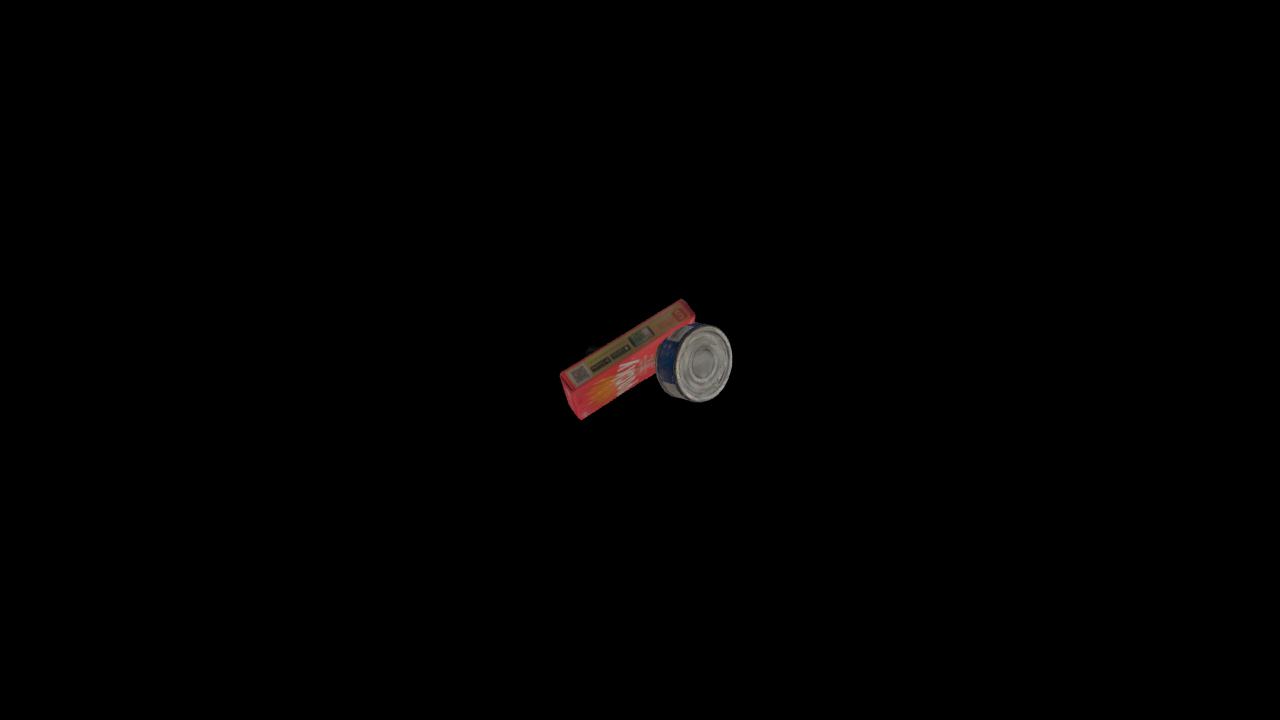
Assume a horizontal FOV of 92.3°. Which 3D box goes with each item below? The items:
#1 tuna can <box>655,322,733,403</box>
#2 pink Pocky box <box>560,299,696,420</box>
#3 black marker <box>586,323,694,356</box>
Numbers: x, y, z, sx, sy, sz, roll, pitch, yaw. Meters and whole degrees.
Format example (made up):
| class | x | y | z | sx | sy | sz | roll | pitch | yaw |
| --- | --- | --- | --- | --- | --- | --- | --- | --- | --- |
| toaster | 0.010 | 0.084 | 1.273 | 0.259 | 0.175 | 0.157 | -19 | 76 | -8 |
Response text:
| class | x | y | z | sx | sy | sz | roll | pitch | yaw |
| --- | --- | --- | --- | --- | --- | --- | --- | --- | --- |
| tuna can | 0.058 | 0.002 | 0.649 | 0.084 | 0.084 | 0.034 | 0 | 8 | -37 |
| pink Pocky box | -0.011 | 0.001 | 0.660 | 0.155 | 0.029 | 0.084 | -32 | -22 | -14 |
| black marker | -0.016 | -0.007 | 0.756 | 0.121 | 0.020 | 0.020 | 1 | 1 | 32 |
